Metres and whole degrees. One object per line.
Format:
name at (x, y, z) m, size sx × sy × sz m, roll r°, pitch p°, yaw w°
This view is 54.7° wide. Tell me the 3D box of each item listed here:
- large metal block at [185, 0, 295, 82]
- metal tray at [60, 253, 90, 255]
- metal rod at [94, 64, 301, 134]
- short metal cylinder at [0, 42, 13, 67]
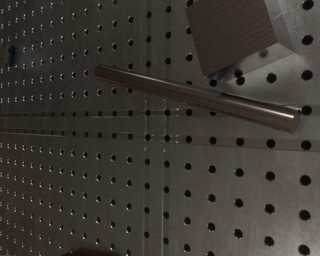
large metal block at (0.082, -0.102, 0.324) m, size 0.080 × 0.050 × 0.080 m, roll -21°, pitch 77°, yaw 37°
metal tray at (-0.119, 0.258, 0.501) m, size 0.130 × 0.030 × 0.089 m, roll -11°, pitch 83°, yaw 39°
metal rod at (0.020, -0.046, 0.391) m, size 0.300 × 0.025 × 0.025 m, roll 20°, pitch 103°, yaw 38°
short metal cylinder at (-0.366, -0.164, 0.671) m, size 0.080 × 0.081 × 0.050 m, roll 19°, pitch 102°, yaw 38°
